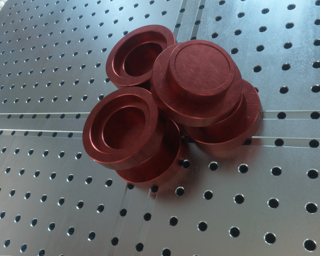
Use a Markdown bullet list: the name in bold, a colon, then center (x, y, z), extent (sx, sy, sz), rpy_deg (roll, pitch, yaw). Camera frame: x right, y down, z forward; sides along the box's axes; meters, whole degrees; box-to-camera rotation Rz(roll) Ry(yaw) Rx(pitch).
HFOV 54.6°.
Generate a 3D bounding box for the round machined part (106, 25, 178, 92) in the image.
- **round machined part**: center (-0.018, -0.083, 0.404), extent (0.098, 0.042, 0.098), rpy_deg (-13, 56, 21)

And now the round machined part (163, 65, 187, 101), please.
- **round machined part**: center (0.002, -0.063, 0.437), extent (0.098, 0.042, 0.098), rpy_deg (-13, 56, 21)

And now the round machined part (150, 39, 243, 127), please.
- **round machined part**: center (0.040, -0.054, 0.328), extent (0.099, 0.042, 0.098), rpy_deg (3, 65, -6)

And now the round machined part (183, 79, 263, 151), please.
- **round machined part**: center (0.071, -0.024, 0.376), extent (0.098, 0.042, 0.098), rpy_deg (-13, 56, 21)

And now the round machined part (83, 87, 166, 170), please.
- **round machined part**: center (-0.037, 0.004, 0.361), extent (0.098, 0.042, 0.098), rpy_deg (-13, 56, 21)

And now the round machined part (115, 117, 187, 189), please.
- **round machined part**: center (-0.019, 0.024, 0.395), extent (0.098, 0.042, 0.098), rpy_deg (-13, 56, 21)
